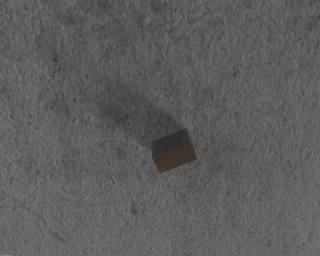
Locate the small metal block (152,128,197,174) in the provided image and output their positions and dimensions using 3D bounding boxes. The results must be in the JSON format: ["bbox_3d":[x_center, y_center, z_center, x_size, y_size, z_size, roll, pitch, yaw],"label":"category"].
[{"bbox_3d":[0.018,0.029,0.407,0.050,0.050,0.025,-22,109,7],"label":"small metal block"}]
